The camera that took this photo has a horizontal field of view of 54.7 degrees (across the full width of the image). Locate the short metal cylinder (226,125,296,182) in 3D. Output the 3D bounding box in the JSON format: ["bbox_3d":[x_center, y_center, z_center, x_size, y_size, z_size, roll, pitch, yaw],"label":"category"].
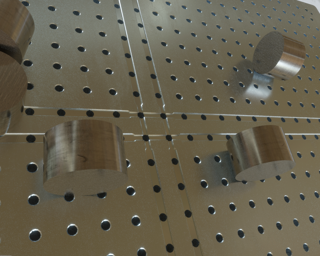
[{"bbox_3d":[0.137,0.037,0.427,0.081,0.080,0.050,5,60,-26],"label":"short metal cylinder"}]

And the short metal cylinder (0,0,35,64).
[{"bbox_3d":[-0.186,-0.105,0.337,0.081,0.080,0.050,16,55,-20],"label":"short metal cylinder"}]

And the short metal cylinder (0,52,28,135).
[{"bbox_3d":[-0.181,-0.036,0.316,0.081,0.050,0.080,14,56,-21],"label":"short metal cylinder"}]

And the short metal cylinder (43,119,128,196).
[{"bbox_3d":[-0.075,0.033,0.313,0.081,0.080,0.050,4,60,-27],"label":"short metal cylinder"}]

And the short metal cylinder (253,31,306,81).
[{"bbox_3d":[0.219,-0.133,0.575,0.050,0.080,0.080,12,57,-22],"label":"short metal cylinder"}]
